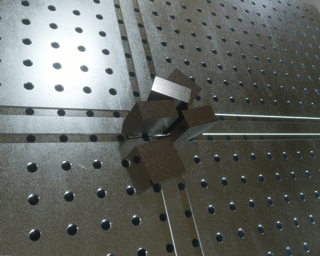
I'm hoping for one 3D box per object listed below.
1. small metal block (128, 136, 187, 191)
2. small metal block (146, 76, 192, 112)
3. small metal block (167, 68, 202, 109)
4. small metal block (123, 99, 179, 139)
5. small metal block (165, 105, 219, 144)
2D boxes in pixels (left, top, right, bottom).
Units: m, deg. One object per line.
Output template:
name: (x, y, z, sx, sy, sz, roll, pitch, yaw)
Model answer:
small metal block: (-0.003, 0.043, 0.382, 0.050, 0.025, 0.050, -14, 69, -34)
small metal block: (0.008, -0.036, 0.416, 0.050, 0.050, 0.025, 19, 54, -7)
small metal block: (0.027, -0.053, 0.457, 0.050, 0.025, 0.050, 39, 51, -3)
small metal block: (-0.012, -0.011, 0.394, 0.050, 0.050, 0.025, -6, 66, -31)
small metal block: (0.042, -0.004, 0.419, 0.050, 0.050, 0.025, -13, 69, -34)
